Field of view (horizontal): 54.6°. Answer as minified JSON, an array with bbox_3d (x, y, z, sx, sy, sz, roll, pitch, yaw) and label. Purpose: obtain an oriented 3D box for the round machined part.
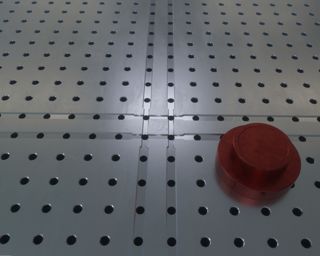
[{"bbox_3d":[0.118,0.032,0.370,0.099,0.042,0.098,0,50,0],"label":"round machined part"}]
